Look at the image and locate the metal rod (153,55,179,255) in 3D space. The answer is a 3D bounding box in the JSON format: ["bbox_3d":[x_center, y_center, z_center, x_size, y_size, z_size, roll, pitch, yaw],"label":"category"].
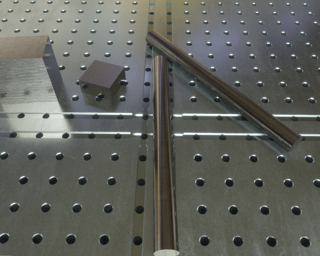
[{"bbox_3d":[0.003,0.008,0.400,0.025,0.025,0.300,-1,50,-1],"label":"metal rod"}]

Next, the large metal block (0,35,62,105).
[{"bbox_3d":[-0.192,-0.081,0.438,0.081,0.080,0.050,-3,50,-3],"label":"large metal block"}]

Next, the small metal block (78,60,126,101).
[{"bbox_3d":[-0.086,-0.073,0.468,0.050,0.025,0.050,16,52,13],"label":"small metal block"}]

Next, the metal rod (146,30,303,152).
[{"bbox_3d":[0.078,-0.069,0.466,0.025,0.025,0.300,-31,57,-24],"label":"metal rod"}]
